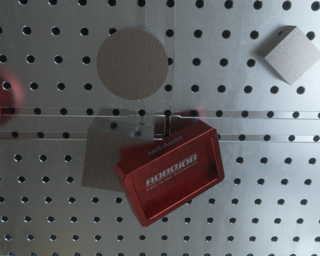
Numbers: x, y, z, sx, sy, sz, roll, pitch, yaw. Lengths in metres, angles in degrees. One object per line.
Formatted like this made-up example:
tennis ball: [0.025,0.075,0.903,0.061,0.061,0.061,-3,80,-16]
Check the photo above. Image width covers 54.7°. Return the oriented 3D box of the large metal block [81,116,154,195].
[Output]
large metal block: [-0.055,0.036,0.413,0.081,0.050,0.079,10,110,-4]

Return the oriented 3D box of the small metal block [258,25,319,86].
small metal block: [0.161,-0.090,0.383,0.050,0.025,0.050,41,105,-14]

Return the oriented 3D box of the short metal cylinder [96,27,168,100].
short metal cylinder: [-0.031,-0.079,0.371,0.081,0.050,0.079,0,110,-1]

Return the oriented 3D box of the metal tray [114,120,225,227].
metal tray: [0.017,0.057,0.394,0.131,0.030,0.090,-27,124,-17]
